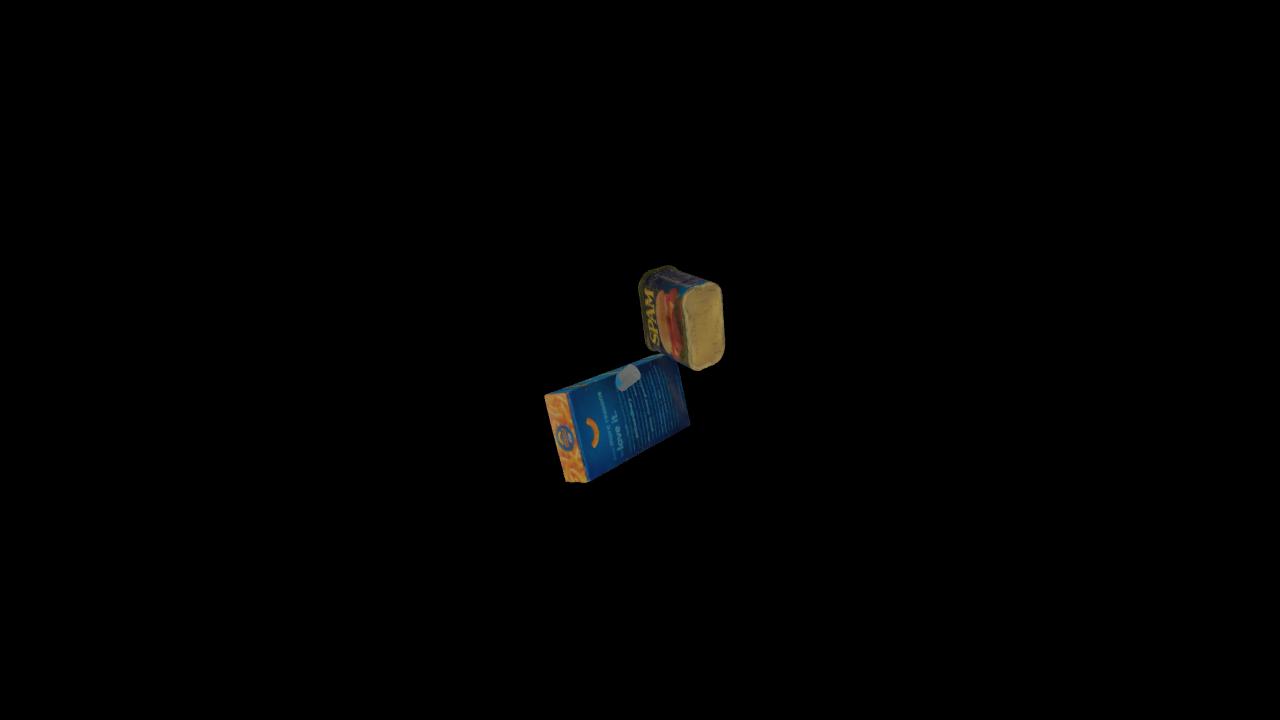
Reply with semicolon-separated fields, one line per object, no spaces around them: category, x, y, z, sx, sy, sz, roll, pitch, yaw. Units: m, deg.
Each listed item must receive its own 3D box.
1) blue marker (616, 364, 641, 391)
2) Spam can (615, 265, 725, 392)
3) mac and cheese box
blue marker;-0.047;0.046;0.654;0.121;0.020;0.020;-39;-19;25
Spam can;0.048;-0.047;0.688;0.058;0.101;0.085;-22;30;-26
mac and cheese box;-0.017;0.055;0.662;0.041;0.093;0.184;-7;8;39
